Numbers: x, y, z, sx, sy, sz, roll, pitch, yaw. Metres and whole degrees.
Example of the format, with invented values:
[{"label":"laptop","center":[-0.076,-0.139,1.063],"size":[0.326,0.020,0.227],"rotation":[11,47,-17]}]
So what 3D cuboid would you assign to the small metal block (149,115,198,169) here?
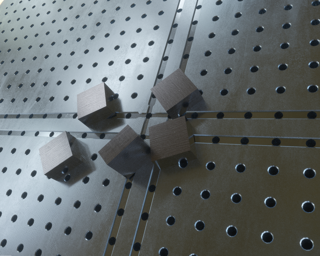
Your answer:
[{"label":"small metal block","center":[0.016,0.018,0.388],"size":[0.050,0.025,0.050],"rotation":[-18,55,17]}]

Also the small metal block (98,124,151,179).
[{"label":"small metal block","center":[-0.041,0.031,0.393],"size":[0.050,0.050,0.025],"rotation":[-43,51,-2]}]

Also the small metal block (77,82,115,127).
[{"label":"small metal block","center":[-0.100,-0.037,0.481],"size":[0.050,0.025,0.050],"rotation":[-23,53,14]}]

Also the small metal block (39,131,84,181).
[{"label":"small metal block","center":[-0.147,0.041,0.458],"size":[0.050,0.025,0.050],"rotation":[-34,52,5]}]

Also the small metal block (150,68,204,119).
[{"label":"small metal block","center":[0.023,-0.046,0.424],"size":[0.050,0.025,0.050],"rotation":[-36,51,3]}]
